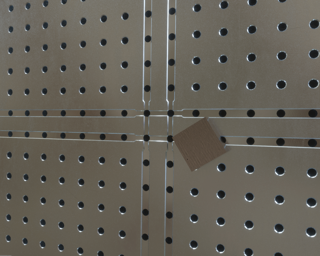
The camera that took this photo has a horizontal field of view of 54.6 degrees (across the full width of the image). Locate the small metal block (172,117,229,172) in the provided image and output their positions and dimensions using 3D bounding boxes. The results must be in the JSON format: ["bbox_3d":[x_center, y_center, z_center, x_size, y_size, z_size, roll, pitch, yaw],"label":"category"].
[{"bbox_3d":[0.052,0.020,0.395,0.050,0.025,0.050,-33,80,17],"label":"small metal block"}]
